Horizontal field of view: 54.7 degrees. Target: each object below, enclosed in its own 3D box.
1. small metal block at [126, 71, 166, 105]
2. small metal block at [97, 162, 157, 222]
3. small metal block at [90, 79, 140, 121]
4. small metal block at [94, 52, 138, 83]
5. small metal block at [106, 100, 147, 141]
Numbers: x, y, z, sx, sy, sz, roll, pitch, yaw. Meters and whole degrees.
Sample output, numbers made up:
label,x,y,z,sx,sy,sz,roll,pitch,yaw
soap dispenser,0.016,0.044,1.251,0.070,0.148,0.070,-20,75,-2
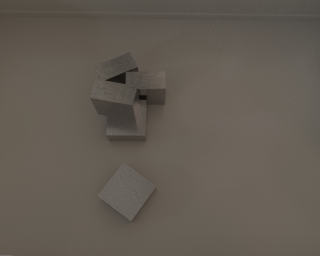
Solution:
label,x,y,z,sx,sy,sz,roll,pitch,yaw
small metal block,-0.018,-0.052,0.415,0.050,0.050,0.025,-1,71,-1
small metal block,-0.039,0.079,0.380,0.050,0.025,0.050,34,73,11
small metal block,-0.053,-0.033,0.382,0.050,0.050,0.025,10,71,4
small metal block,-0.057,-0.070,0.422,0.050,0.050,0.025,-24,72,-9
small metal block,-0.043,-0.010,0.413,0.050,0.025,0.050,0,70,0
